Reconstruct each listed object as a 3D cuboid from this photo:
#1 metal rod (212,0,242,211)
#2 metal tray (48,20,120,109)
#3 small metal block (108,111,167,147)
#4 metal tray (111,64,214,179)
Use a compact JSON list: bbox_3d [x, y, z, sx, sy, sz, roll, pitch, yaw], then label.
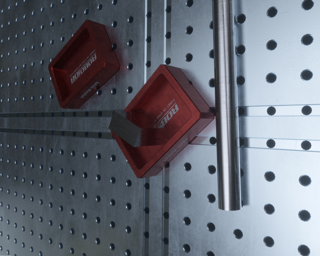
[{"bbox_3d":[0.074,-0.060,0.347,0.025,0.025,0.298,-3,88,39],"label":"metal rod"},{"bbox_3d":[-0.129,-0.100,0.509,0.130,0.030,0.090,-35,69,34],"label":"metal tray"},{"bbox_3d":[-0.028,0.000,0.398,0.050,0.050,0.025,33,110,35],"label":"small metal block"},{"bbox_3d":[-0.003,-0.006,0.406,0.129,0.030,0.090,-48,62,29],"label":"metal tray"}]
